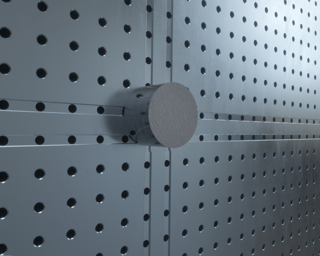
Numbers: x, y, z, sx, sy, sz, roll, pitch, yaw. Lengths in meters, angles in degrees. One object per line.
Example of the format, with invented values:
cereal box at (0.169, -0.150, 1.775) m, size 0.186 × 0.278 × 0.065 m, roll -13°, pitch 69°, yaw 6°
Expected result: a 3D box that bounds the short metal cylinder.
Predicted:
short metal cylinder at (0.002, -0.016, 0.393) m, size 0.081 × 0.050 × 0.080 m, roll 0°, pitch 90°, yaw -40°
